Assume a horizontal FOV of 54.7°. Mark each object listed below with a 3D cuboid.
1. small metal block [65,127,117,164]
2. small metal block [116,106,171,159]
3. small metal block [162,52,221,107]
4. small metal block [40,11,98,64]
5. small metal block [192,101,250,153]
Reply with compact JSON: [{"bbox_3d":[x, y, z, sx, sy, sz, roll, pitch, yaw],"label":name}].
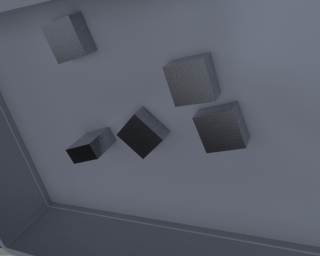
[{"bbox_3d":[-0.102,0.026,0.460,0.050,0.050,0.025,-14,111,33],"label":"small metal block"},{"bbox_3d":[-0.023,0.007,0.424,0.050,0.025,0.050,43,129,-2],"label":"small metal block"},{"bbox_3d":[0.037,-0.055,0.354,0.050,0.025,0.050,-6,116,30],"label":"small metal block"},{"bbox_3d":[-0.116,-0.115,0.397,0.050,0.025,0.050,-8,115,31],"label":"small metal block"},{"bbox_3d":[0.074,0.000,0.369,0.050,0.025,0.050,-11,113,32],"label":"small metal block"}]
